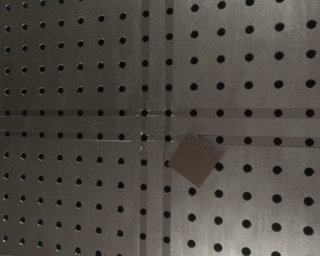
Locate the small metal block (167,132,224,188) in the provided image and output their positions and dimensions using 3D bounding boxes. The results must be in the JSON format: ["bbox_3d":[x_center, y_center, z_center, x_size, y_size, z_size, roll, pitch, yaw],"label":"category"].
[{"bbox_3d":[0.046,0.040,0.396,0.050,0.025,0.050,36,101,16],"label":"small metal block"}]
